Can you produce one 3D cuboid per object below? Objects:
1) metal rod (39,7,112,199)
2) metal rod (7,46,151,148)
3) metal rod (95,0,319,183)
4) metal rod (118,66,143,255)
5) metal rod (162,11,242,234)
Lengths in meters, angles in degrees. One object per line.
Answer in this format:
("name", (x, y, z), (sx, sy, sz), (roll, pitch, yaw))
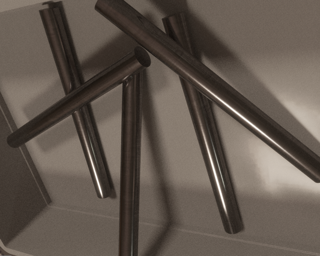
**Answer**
("metal rod", (-0.116, -0.019, 0.455), (0.025, 0.025, 0.298), (5, 121, 25))
("metal rod", (-0.129, -0.028, 0.423), (0.299, 0.025, 0.025), (-24, 106, 36))
("metal rod", (0.062, -0.039, 0.327), (0.301, 0.025, 0.025), (37, 129, -7))
("metal rod", (-0.038, 0.071, 0.395), (0.025, 0.025, 0.298), (5, 97, 25))
("metal rod", (0.059, 0.011, 0.383), (0.025, 0.025, 0.298), (-5, 116, 30))
